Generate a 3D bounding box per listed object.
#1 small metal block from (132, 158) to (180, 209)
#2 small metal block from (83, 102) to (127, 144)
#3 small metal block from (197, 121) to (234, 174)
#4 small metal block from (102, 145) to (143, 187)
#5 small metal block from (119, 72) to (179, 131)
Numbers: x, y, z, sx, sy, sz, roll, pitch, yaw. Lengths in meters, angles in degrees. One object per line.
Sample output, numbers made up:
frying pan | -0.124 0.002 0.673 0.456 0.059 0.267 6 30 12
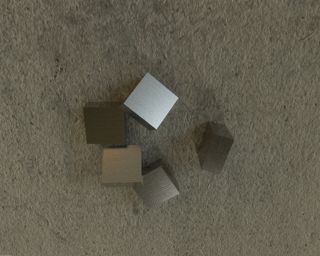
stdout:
small metal block | -0.007 0.079 0.439 0.050 0.025 0.050 -30 108 10
small metal block | -0.070 -0.007 0.406 0.050 0.025 0.050 -1 110 0
small metal block | 0.071 0.025 0.406 0.025 0.050 0.050 15 109 -6
small metal block | -0.049 0.051 0.413 0.050 0.025 0.050 -2 66 0
small metal block | -0.014 -0.032 0.385 0.050 0.025 0.050 39 73 -13
